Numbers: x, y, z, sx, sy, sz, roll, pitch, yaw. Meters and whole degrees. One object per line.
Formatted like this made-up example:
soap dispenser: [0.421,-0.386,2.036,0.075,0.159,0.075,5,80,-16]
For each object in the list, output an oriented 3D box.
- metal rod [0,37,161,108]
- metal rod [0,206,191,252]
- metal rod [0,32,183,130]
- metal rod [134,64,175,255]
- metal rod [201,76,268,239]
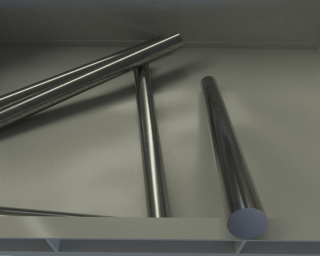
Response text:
metal rod: [-0.125,-0.079,0.469,0.302,0.025,0.025,-27,55,-21]
metal rod: [-0.121,0.094,0.306,0.302,0.025,0.025,3,50,9]
metal rod: [-0.101,-0.068,0.438,0.302,0.025,0.025,-27,55,-14]
metal rod: [-0.014,0.007,0.398,0.025,0.025,0.300,-5,50,-5]
metal rod: [0.064,-0.003,0.328,0.025,0.025,0.301,3,25,2]
